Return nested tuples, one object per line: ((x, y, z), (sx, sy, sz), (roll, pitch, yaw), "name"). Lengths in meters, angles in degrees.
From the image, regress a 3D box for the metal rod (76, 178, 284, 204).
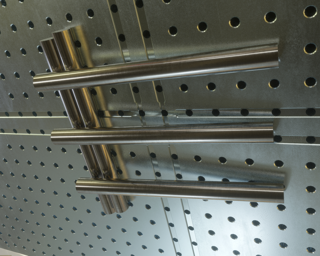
((0.013, 0.086, 0.437), (0.301, 0.025, 0.025), (-2, 118, 22), "metal rod")

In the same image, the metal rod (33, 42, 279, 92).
((-0.022, -0.066, 0.362), (0.301, 0.025, 0.025), (-2, 118, 22), "metal rod")

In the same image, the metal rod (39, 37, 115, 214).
((-0.117, 0.012, 0.477), (0.025, 0.025, 0.298), (1, 119, 27), "metal rod")

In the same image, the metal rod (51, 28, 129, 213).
((-0.096, 0.005, 0.462), (0.025, 0.025, 0.298), (1, 119, 27), "metal rod")

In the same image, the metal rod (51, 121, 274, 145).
((-0.013, 0.009, 0.402), (0.301, 0.025, 0.025), (-2, 118, 21), "metal rod")
